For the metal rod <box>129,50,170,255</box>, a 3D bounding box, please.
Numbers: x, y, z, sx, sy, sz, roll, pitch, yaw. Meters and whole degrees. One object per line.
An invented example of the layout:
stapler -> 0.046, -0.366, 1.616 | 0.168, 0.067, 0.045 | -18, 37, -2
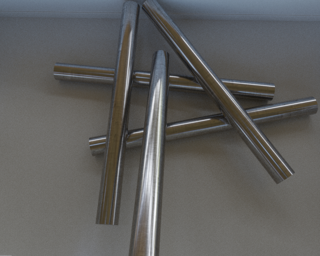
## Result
metal rod -> -0.007, 0.017, 0.328 | 0.025, 0.025, 0.300 | 3, 50, 1

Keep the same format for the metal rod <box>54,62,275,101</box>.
metal rod -> 0.005, -0.065, 0.433 | 0.302, 0.025, 0.025 | 6, 70, 2

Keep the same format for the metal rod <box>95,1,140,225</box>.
metal rod -> -0.050, -0.033, 0.393 | 0.025, 0.025, 0.299 | 3, 70, 1

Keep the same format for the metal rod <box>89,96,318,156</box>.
metal rod -> 0.060, -0.003, 0.410 | 0.302, 0.025, 0.025 | -11, 71, -4

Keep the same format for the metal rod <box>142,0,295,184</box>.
metal rod -> 0.066, -0.060, 0.404 | 0.025, 0.025, 0.299 | -31, 73, -11
